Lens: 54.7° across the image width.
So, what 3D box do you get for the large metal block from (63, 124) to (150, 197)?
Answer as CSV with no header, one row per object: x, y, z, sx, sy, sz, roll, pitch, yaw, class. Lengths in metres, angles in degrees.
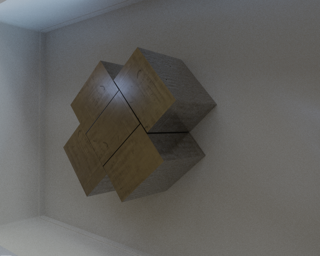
-0.072,0.041,0.427,0.050,0.081,0.080,-48,62,29,large metal block

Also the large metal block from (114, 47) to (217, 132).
0.007,-0.042,0.363,0.050,0.081,0.080,-48,62,29,large metal block

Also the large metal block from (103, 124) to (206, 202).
-0.006,0.040,0.374,0.080,0.081,0.050,-47,62,29,large metal block

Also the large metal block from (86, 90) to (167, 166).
-0.032,0.001,0.395,0.080,0.081,0.050,-47,62,29,large metal block

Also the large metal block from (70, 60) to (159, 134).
-0.058,-0.037,0.415,0.080,0.081,0.050,-47,62,29,large metal block
